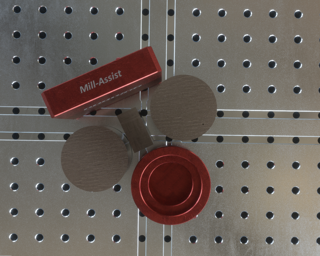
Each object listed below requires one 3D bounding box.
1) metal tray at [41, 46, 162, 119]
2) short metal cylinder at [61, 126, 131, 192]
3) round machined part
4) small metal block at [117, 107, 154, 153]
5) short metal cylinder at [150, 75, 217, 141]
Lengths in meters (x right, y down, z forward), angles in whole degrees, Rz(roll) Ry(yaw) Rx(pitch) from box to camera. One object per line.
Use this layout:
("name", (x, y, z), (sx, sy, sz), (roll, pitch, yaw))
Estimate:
("metal tray", (-0.063, -0.050, 0.376), (0.131, 0.090, 0.030), (-23, 90, 0))
("short metal cylinder", (-0.079, 0.037, 0.396), (0.081, 0.050, 0.079), (0, 90, 0))
("round machined part", (0.014, 0.071, 0.401), (0.099, 0.042, 0.097), (0, 90, 0))
("small metal block", (-0.030, 0.002, 0.396), (0.025, 0.050, 0.050), (-25, 90, 0))
("short metal cylinder", (0.028, -0.025, 0.397), (0.081, 0.050, 0.079), (0, 90, 0))
